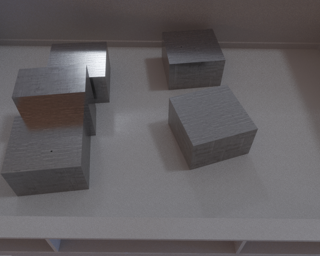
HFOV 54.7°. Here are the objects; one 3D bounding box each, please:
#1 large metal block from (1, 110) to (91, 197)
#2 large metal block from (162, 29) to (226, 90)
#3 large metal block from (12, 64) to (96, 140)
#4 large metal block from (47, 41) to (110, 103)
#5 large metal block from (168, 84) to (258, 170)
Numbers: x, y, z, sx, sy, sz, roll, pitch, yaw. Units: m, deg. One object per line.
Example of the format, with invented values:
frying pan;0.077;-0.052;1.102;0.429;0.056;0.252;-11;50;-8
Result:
large metal block;-0.127;0.029;0.363;0.081;0.050;0.080;-5;50;-5
large metal block;0.048;-0.107;0.480;0.081;0.050;0.080;-5;50;-5
large metal block;-0.128;-0.031;0.394;0.081;0.080;0.050;-5;50;-5
large metal block;-0.117;-0.081;0.455;0.081;0.050;0.080;-4;50;-4
large metal block;0.062;-0.003;0.392;0.081;0.050;0.080;-14;52;-12
